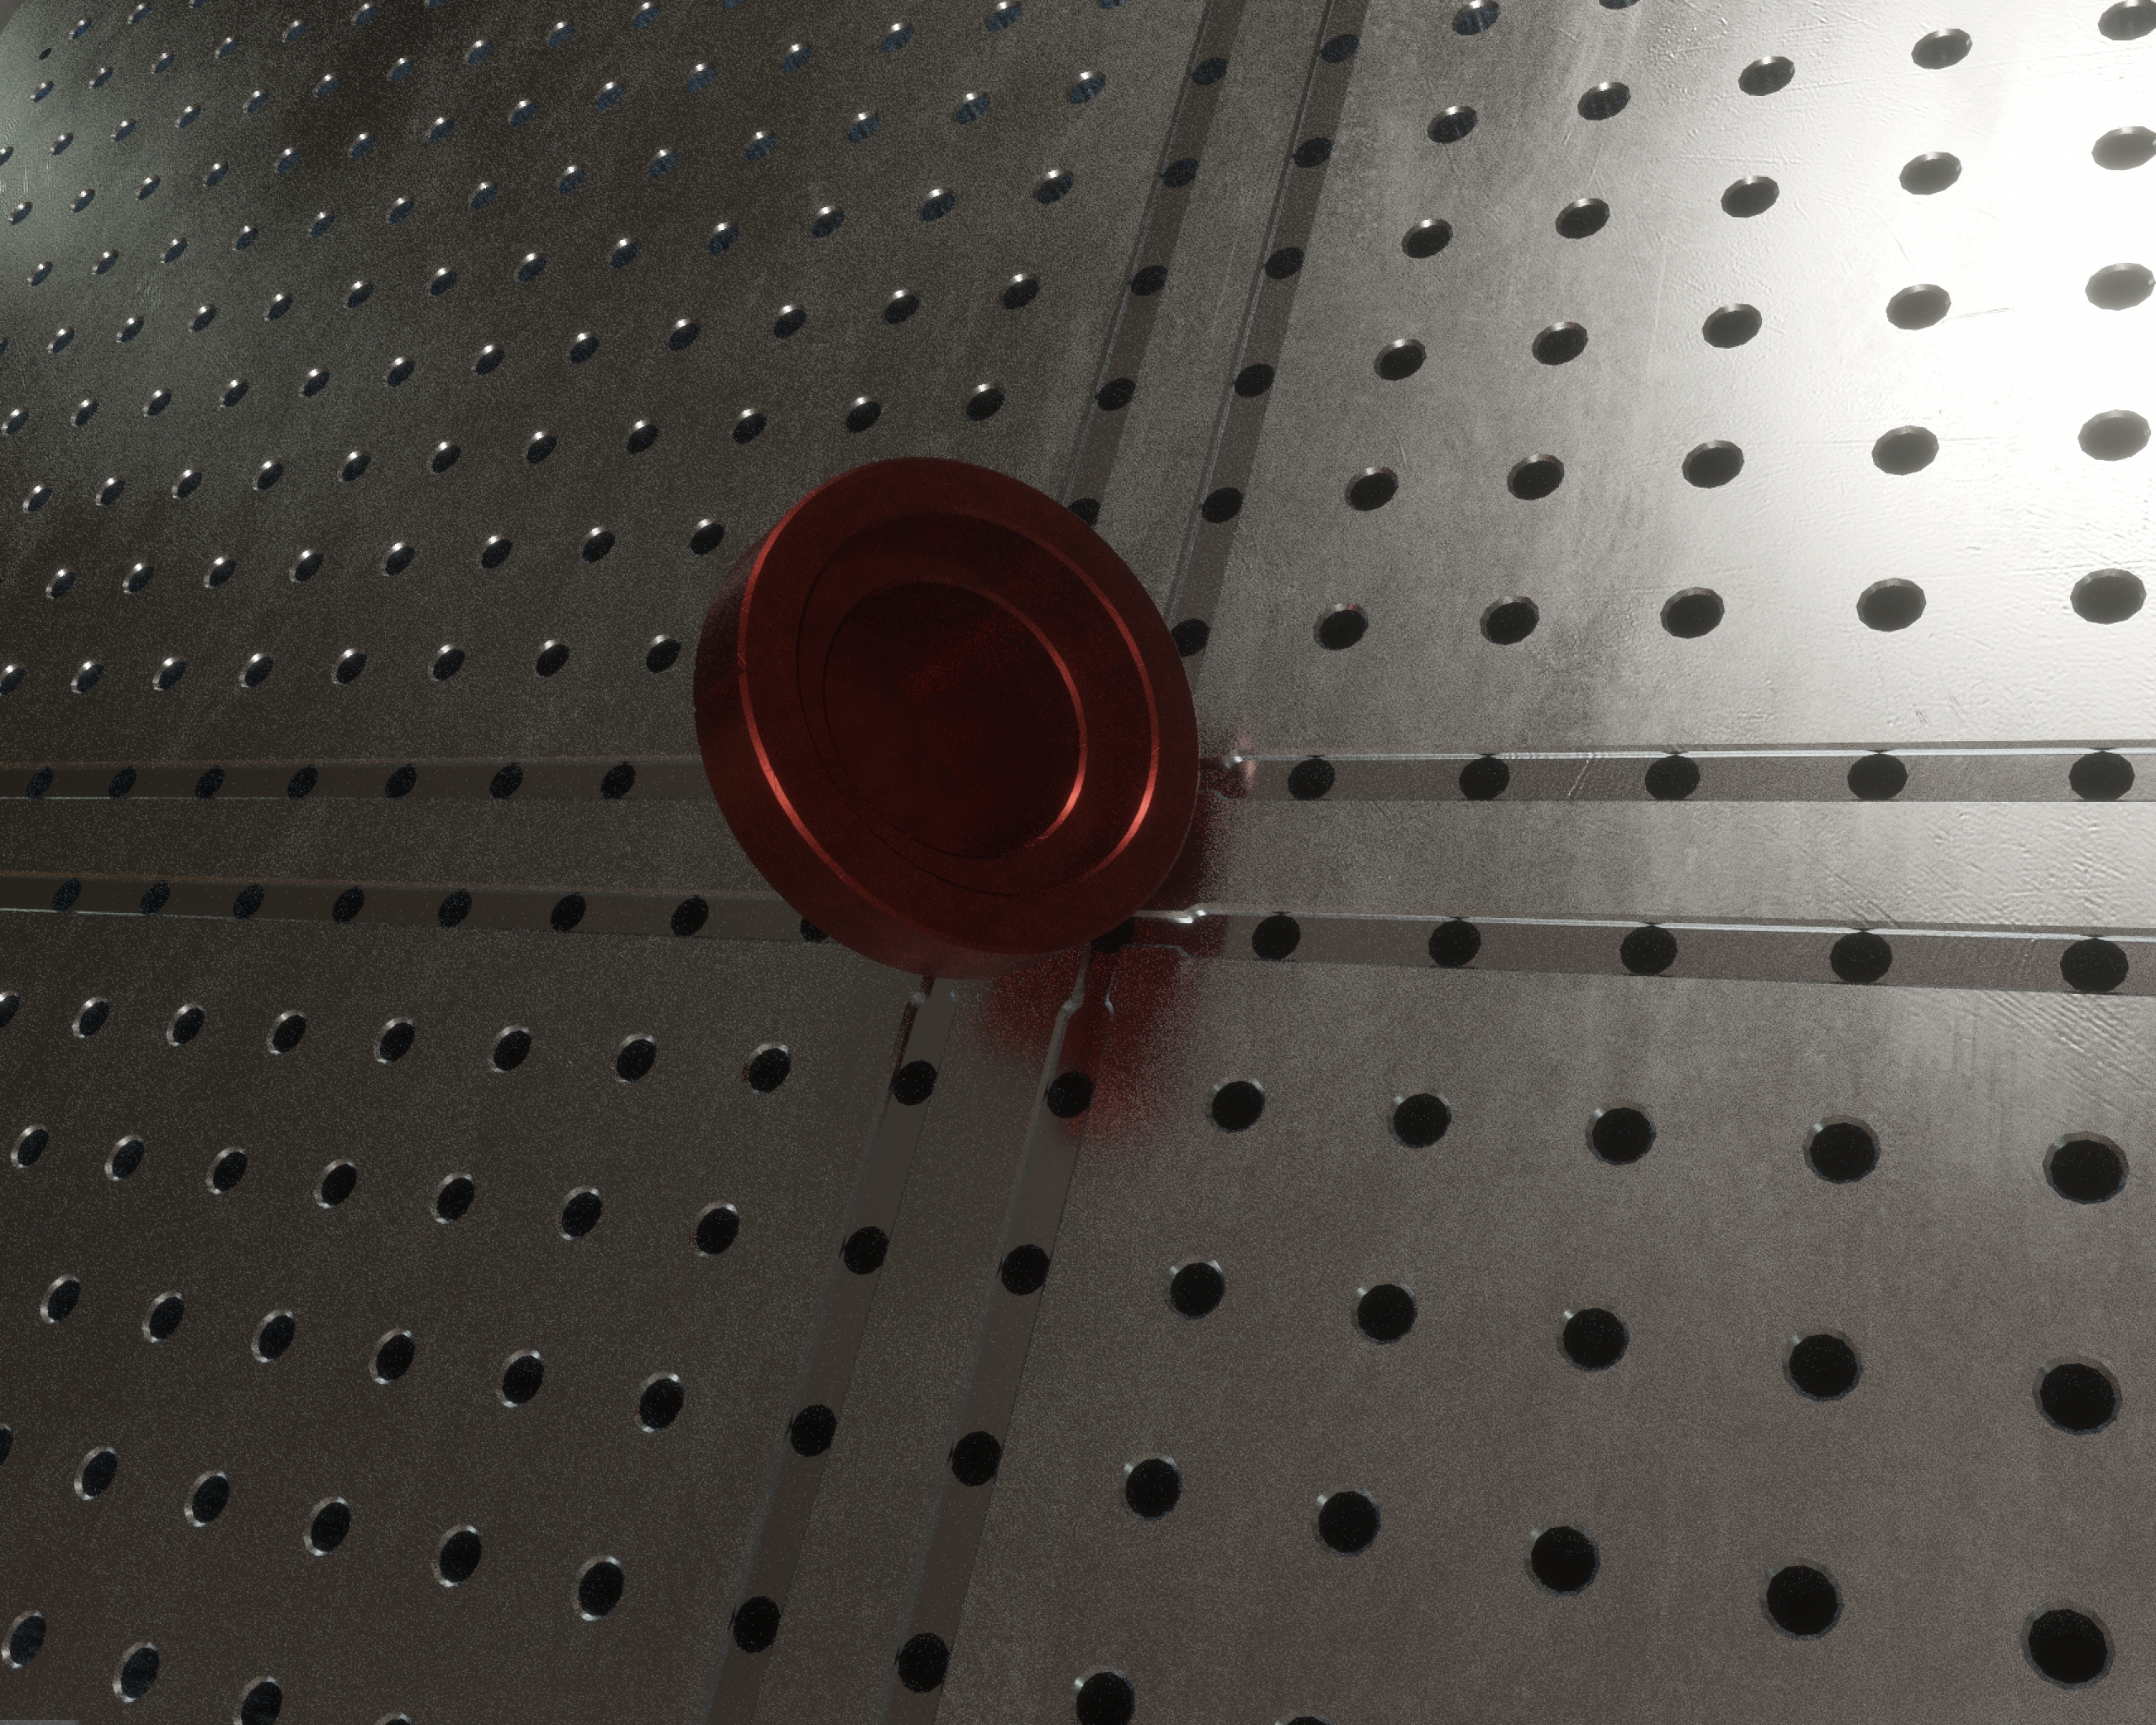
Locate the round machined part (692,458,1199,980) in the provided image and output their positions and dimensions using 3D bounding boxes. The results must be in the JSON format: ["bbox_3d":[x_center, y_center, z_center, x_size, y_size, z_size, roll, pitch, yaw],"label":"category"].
[{"bbox_3d":[-0.028,-0.025,0.401,0.042,0.099,0.098,-27,44,52],"label":"round machined part"}]
